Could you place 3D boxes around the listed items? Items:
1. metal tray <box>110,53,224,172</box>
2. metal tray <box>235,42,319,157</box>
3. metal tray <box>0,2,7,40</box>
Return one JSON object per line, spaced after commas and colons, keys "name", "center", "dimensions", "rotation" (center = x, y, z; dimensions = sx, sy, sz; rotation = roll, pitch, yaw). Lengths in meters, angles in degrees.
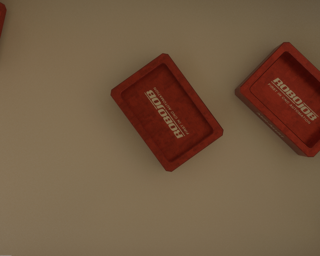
{"name": "metal tray", "center": [0.009, -0.020, 0.408], "dimensions": [0.090, 0.030, 0.130], "rotation": [-36, 90, 0]}
{"name": "metal tray", "center": [0.177, -0.036, 0.409], "dimensions": [0.130, 0.030, 0.090], "rotation": [44, 90, 0]}
{"name": "metal tray", "center": [-0.246, -0.126, 0.355], "dimensions": [0.030, 0.130, 0.089], "rotation": [13, 90, 17]}
